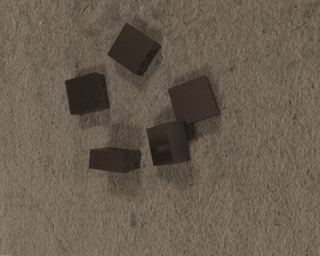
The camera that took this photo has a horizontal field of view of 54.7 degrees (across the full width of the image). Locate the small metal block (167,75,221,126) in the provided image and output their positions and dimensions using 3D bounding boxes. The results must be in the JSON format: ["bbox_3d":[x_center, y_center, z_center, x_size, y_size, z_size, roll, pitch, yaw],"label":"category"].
[{"bbox_3d":[0.044,-0.033,0.393,0.050,0.025,0.050,-19,84,18],"label":"small metal block"}]

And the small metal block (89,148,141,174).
[{"bbox_3d":[-0.059,0.042,0.415,0.050,0.050,0.025,5,92,19],"label":"small metal block"}]

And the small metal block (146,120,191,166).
[{"bbox_3d":[0.010,0.020,0.391,0.050,0.025,0.050,-17,83,59],"label":"small metal block"}]

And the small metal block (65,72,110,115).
[{"bbox_3d":[-0.104,-0.048,0.444,0.050,0.025,0.050,-11,86,19],"label":"small metal block"}]

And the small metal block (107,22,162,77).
[{"bbox_3d":[-0.035,-0.106,0.420,0.050,0.025,0.050,37,101,16],"label":"small metal block"}]
